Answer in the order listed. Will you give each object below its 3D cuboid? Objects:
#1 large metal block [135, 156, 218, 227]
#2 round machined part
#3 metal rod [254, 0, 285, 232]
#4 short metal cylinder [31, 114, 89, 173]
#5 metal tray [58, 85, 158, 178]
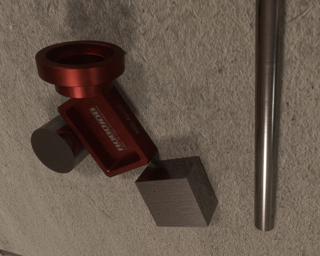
[{"bbox_3d":[0.025,0.090,0.432,0.080,0.050,0.080,-11,113,32],"label":"large metal block"},{"bbox_3d":[-0.091,-0.068,0.364,0.098,0.098,0.042,14,124,20],"label":"round machined part"},{"bbox_3d":[0.118,-0.002,0.342,0.025,0.025,0.298,5,121,25],"label":"metal rod"},{"bbox_3d":[-0.151,0.024,0.482,0.080,0.050,0.079,13,124,20],"label":"short metal cylinder"},{"bbox_3d":[-0.075,0.003,0.442,0.090,0.030,0.130,-24,106,36],"label":"metal tray"}]
